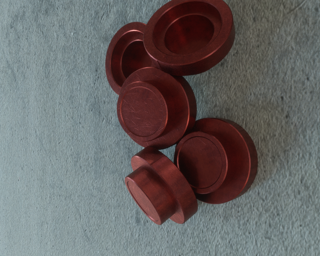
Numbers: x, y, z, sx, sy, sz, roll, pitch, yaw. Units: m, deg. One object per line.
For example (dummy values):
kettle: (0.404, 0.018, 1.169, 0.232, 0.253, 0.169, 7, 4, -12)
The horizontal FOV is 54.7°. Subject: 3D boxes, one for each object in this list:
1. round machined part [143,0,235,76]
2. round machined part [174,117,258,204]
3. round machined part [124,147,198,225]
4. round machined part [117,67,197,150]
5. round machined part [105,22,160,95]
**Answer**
round machined part: (0.034, -0.099, 0.347, 0.098, 0.042, 0.098, -8, 62, 16)
round machined part: (0.055, 0.037, 0.349, 0.098, 0.042, 0.097, 0, 90, 39)
round machined part: (-0.005, 0.074, 0.365, 0.098, 0.042, 0.097, 43, 154, 27)
round machined part: (-0.011, -0.021, 0.359, 0.098, 0.042, 0.097, 7, 104, 30)
round machined part: (-0.025, -0.087, 0.414, 0.098, 0.042, 0.097, 0, 90, 39)
